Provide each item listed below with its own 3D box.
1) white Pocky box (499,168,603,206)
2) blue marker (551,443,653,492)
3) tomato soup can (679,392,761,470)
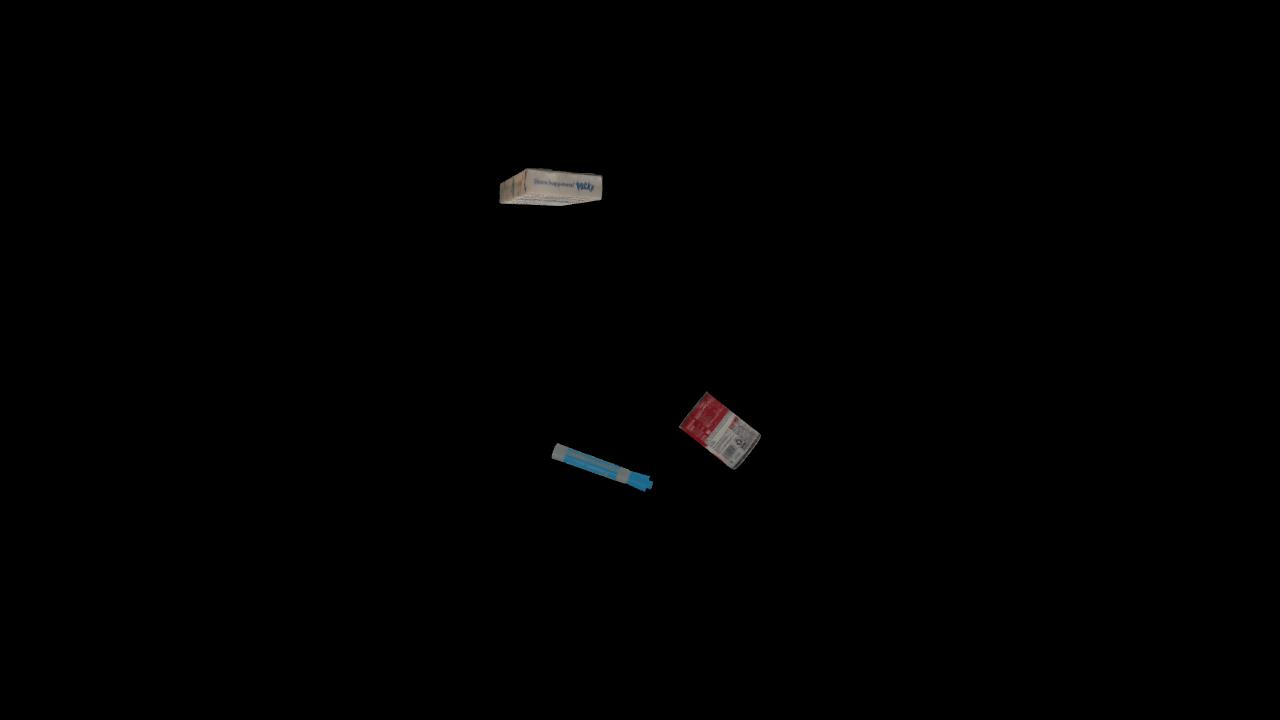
[{"bbox_3d":[-0.104,-0.192,0.692,0.084,0.028,0.154,-2,11,-22],"label":"white Pocky box"},{"bbox_3d":[-0.043,0.125,0.713,0.121,0.020,0.020,19,1,3],"label":"blue marker"},{"bbox_3d":[0.116,0.102,0.892,0.101,0.068,0.068,38,7,9],"label":"tomato soup can"}]
